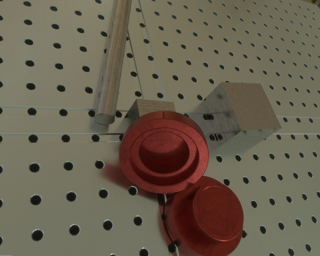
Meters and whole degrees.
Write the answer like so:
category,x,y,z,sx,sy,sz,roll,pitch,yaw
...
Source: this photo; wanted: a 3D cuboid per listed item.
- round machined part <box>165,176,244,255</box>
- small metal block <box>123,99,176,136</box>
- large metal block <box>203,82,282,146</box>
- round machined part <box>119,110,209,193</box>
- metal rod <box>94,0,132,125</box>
category,x,y,z,sx,sy,sz,roll,pitch,yaw
round machined part,0.059,0.102,0.366,0.099,0.042,0.098,14,56,-21
small metal block,-0.013,-0.011,0.391,0.050,0.050,0.025,3,60,-27
large metal block,0.124,-0.022,0.472,0.081,0.050,0.080,-3,63,-30
round machined part,0.005,0.024,0.357,0.098,0.097,0.042,26,24,-12
metal rod,-0.062,-0.137,0.458,0.025,0.025,0.300,16,55,-20
